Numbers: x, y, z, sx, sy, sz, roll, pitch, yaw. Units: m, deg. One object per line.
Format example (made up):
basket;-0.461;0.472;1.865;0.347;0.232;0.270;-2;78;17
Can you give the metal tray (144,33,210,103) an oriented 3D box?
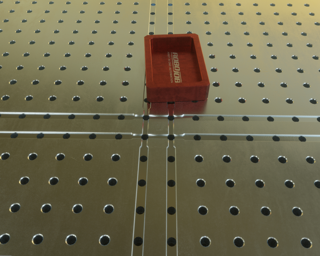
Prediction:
metal tray;0.022;-0.098;0.486;0.091;0.030;0.130;-3;50;-2
